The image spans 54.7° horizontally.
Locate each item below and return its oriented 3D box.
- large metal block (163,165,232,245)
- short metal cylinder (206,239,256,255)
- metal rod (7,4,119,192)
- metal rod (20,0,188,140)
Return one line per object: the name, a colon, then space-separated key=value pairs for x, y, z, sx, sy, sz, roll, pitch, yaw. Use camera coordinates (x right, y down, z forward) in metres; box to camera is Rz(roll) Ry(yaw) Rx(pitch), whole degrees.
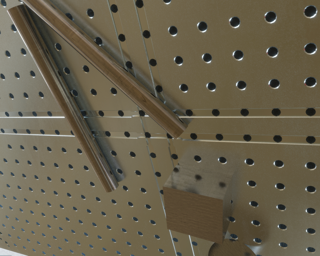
large metal block: x=0.054 y=0.104 z=0.430 sx=0.080 sy=0.050 sz=0.079 roll=8 pitch=122 yaw=23
short metal cylinder: x=0.101 y=0.212 z=0.453 sx=0.080 sy=0.080 sz=0.050 roll=25 pitch=127 yaw=12
metal rod: x=-0.135 y=-0.030 z=0.461 sx=0.025 sy=0.025 sz=0.299 roll=-10 pitch=114 yaw=32
metal rod: x=-0.084 y=-0.094 z=0.394 sx=0.300 sy=0.025 sz=0.025 roll=42 pitch=129 yaw=-2
